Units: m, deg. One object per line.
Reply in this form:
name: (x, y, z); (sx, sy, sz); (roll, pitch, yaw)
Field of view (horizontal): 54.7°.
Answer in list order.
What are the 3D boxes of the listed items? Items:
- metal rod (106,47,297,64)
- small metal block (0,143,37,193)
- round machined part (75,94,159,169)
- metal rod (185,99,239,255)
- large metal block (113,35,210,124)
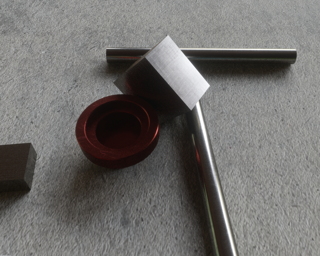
metal rod: (0.066, -0.117, 0.502); (0.302, 0.025, 0.025); (0, 50, -1)
small metal block: (-0.177, 0.046, 0.362); (0.050, 0.025, 0.050); (-4, 50, -4)
round machined part: (-0.050, 0.008, 0.382); (0.099, 0.042, 0.098); (-1, 53, 2)
metal rod: (0.051, 0.019, 0.387); (0.025, 0.025, 0.300); (-4, 50, -4)
large metal block: (0.001, -0.056, 0.393); (0.080, 0.080, 0.050); (48, 55, -14)
